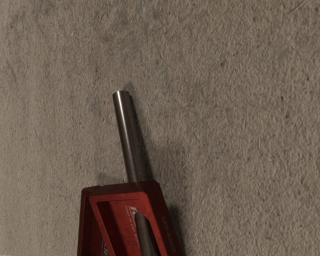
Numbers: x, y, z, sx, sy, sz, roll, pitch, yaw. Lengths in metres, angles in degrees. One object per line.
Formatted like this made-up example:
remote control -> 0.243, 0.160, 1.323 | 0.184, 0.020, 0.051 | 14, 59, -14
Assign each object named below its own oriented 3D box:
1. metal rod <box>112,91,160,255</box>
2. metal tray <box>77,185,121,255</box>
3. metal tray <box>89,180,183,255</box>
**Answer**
metal rod -> -0.025, 0.088, 0.398 | 0.025, 0.025, 0.299 | -29, 65, 36
metal tray -> -0.083, 0.161, 0.467 | 0.090, 0.030, 0.129 | 8, 95, 39
metal tray -> -0.027, 0.134, 0.388 | 0.090, 0.030, 0.129 | -12, 101, 30
